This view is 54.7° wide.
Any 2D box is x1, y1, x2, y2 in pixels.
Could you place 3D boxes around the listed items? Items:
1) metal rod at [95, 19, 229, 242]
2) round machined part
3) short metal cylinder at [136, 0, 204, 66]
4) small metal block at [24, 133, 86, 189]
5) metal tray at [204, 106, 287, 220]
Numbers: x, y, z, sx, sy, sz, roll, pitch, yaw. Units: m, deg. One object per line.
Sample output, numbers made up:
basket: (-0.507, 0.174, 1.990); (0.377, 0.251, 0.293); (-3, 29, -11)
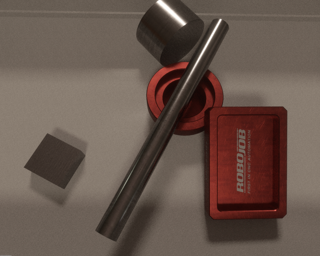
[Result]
metal rod: (0.012, -0.012, 0.369); (0.025, 0.025, 0.300); (26, 72, 9)
round machined part: (0.032, -0.036, 0.414); (0.099, 0.042, 0.098); (0, 70, 0)
short metal cylinder: (0.014, -0.133, 0.429); (0.080, 0.080, 0.050); (-39, 75, -13)
small metal block: (-0.132, 0.042, 0.393); (0.050, 0.025, 0.050); (26, 72, 9)
metal tray: (0.100, 0.040, 0.368); (0.091, 0.030, 0.129); (0, 92, -2)
